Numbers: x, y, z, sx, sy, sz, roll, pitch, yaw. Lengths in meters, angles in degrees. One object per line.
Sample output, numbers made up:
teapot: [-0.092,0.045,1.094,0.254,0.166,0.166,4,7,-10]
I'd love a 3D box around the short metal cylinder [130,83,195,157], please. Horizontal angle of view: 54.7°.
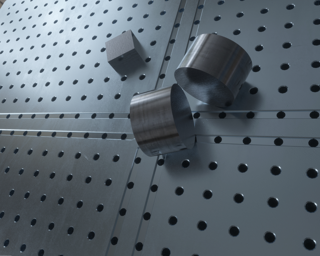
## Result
short metal cylinder: [0.005,-0.009,0.376,0.050,0.080,0.080,-13,56,21]

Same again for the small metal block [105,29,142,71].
small metal block: [-0.062,-0.131,0.521,0.050,0.025,0.050,-23,53,14]

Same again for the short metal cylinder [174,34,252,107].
short metal cylinder: [0.065,-0.069,0.381,0.080,0.080,0.050,20,72,35]
